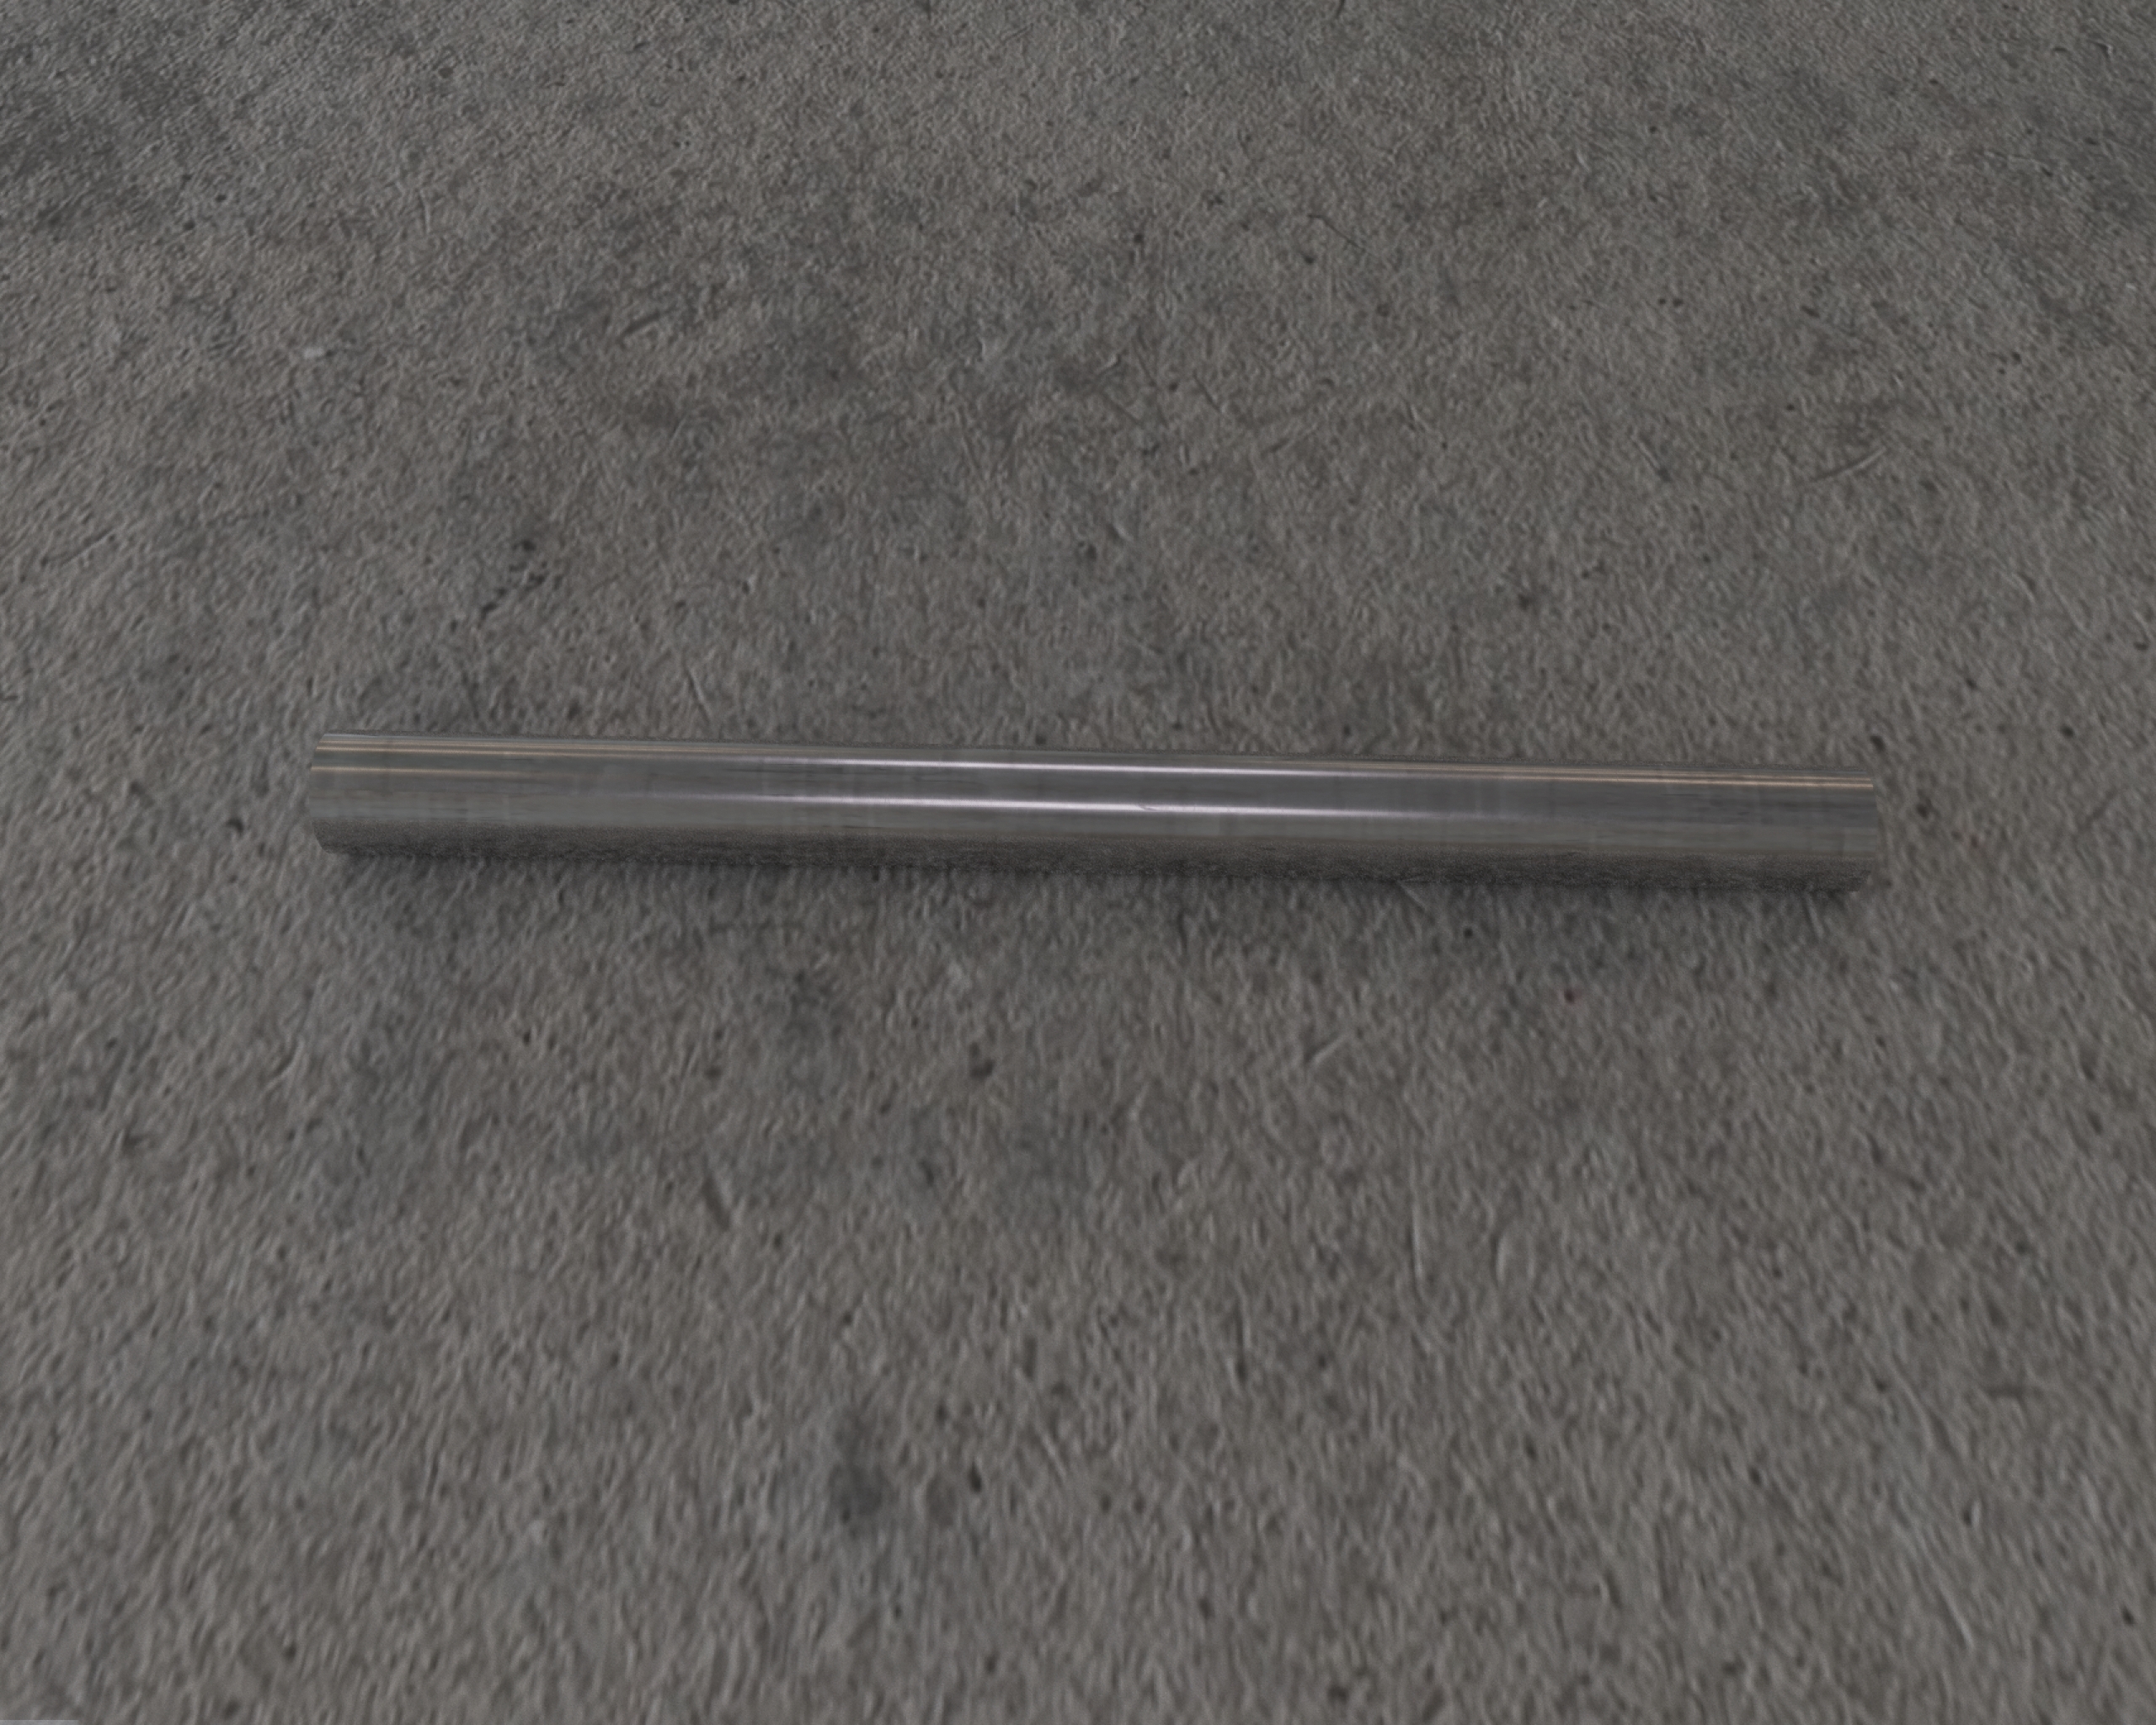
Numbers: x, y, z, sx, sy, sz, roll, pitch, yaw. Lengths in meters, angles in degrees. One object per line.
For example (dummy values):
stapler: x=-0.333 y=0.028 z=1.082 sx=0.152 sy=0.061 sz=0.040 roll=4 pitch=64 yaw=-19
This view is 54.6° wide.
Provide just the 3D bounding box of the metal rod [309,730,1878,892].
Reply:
metal rod: x=0.002 y=-0.010 z=0.414 sx=0.302 sy=0.025 sz=0.025 roll=1 pitch=50 yaw=1
